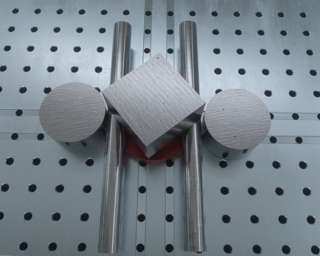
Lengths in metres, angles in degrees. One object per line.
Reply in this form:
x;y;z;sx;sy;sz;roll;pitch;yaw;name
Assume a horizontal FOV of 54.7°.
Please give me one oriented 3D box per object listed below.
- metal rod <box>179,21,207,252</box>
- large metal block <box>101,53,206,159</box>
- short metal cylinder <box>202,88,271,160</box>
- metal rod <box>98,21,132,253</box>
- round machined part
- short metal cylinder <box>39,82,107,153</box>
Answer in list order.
0.039;-0.005;0.391;0.025;0.025;0.299;0;70;0;metal rod
-0.007;-0.025;0.357;0.080;0.050;0.080;-36;74;-12;large metal block
0.094;-0.004;0.400;0.081;0.050;0.080;0;70;0;short metal cylinder
-0.054;-0.004;0.390;0.025;0.025;0.299;1;70;0;metal rod
-0.007;-0.004;0.405;0.099;0.042;0.098;0;70;0;round machined part
-0.107;-0.012;0.402;0.081;0.050;0.080;0;70;0;short metal cylinder
